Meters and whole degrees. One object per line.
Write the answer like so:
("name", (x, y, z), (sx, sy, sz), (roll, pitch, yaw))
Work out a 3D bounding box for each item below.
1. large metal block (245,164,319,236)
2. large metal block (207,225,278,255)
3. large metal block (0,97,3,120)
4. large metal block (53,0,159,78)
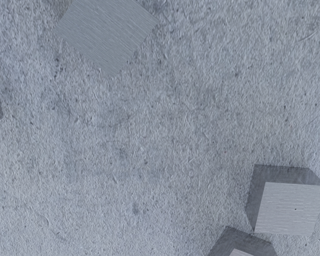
("large metal block", (0.172, 0.100, 0.435), (0.081, 0.050, 0.079), (4, 110, -2))
("large metal block", (0.124, 0.209, 0.475), (0.080, 0.050, 0.080), (24, 108, -9))
("large metal block", (-0.250, -0.043, 0.378), (0.081, 0.050, 0.079), (2, 110, -1))
("large metal block", (-0.058, -0.117, 0.353), (0.080, 0.050, 0.080), (38, 106, -13))
